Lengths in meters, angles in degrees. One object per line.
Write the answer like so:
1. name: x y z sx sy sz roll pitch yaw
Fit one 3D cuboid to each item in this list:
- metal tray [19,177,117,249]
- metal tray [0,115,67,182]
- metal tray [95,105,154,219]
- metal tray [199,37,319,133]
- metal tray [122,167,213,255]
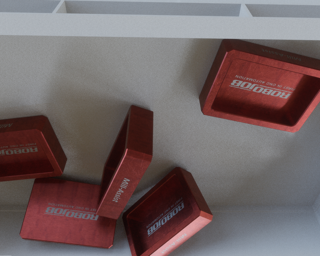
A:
1. metal tray: -0.132 0.130 0.472 0.131 0.090 0.030 10 154 -9
2. metal tray: -0.208 0.032 0.429 0.131 0.030 0.089 -6 130 4
3. metal tray: -0.047 0.046 0.404 0.030 0.090 0.129 18 128 -15
4. metal tray: 0.122 -0.047 0.367 0.131 0.030 0.089 11 129 -10
5. metal tray: 0.006 0.131 0.459 0.130 0.090 0.030 -44 131 16
